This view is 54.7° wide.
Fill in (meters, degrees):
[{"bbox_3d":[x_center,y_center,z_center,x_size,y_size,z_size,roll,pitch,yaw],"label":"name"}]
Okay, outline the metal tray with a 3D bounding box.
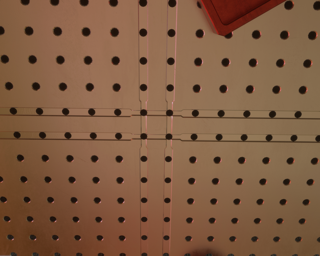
[{"bbox_3d":[0.103,-0.175,0.346,0.130,0.030,0.090,-29,108,10],"label":"metal tray"}]
